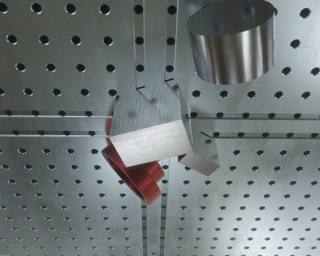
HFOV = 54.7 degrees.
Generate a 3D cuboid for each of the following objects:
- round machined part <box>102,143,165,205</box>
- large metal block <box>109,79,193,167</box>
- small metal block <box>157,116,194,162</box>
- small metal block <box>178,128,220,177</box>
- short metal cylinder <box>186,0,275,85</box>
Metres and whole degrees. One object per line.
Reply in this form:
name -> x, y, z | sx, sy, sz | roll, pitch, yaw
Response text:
round machined part -> -0.032, 0.054, 0.423 | 0.042, 0.098, 0.098 | -41, 129, -17
large metal block -> -0.009, -0.007, 0.369 | 0.080, 0.080, 0.050 | -14, 129, 11
small metal block -> 0.014, 0.010, 0.405 | 0.050, 0.050, 0.025 | -20, 127, 16
small metal block -> 0.051, 0.031, 0.423 | 0.050, 0.050, 0.025 | 27, 125, -22
short metal cylinder -> 0.070, -0.086, 0.303 | 0.080, 0.080, 0.050 | -11, 129, 9
